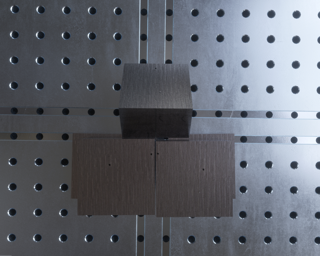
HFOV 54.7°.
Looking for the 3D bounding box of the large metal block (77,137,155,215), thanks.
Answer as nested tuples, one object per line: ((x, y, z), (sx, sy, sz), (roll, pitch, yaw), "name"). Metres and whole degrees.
((-0.046, 0.051, 0.347), (0.081, 0.050, 0.079), (0, 90, -1), "large metal block")

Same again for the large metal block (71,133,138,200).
((-0.067, 0.047, 0.401), (0.081, 0.050, 0.079), (2, 90, -1), "large metal block")

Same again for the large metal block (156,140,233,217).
((0.036, 0.053, 0.349), (0.081, 0.050, 0.079), (0, 90, -1), "large metal block")

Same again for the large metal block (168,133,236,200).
((0.051, 0.047, 0.401), (0.081, 0.050, 0.079), (-1, 90, -1), "large metal block")

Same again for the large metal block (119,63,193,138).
((-0.005, -0.035, 0.380), (0.081, 0.050, 0.080), (0, 48, -1), "large metal block")
